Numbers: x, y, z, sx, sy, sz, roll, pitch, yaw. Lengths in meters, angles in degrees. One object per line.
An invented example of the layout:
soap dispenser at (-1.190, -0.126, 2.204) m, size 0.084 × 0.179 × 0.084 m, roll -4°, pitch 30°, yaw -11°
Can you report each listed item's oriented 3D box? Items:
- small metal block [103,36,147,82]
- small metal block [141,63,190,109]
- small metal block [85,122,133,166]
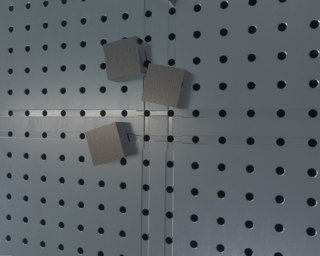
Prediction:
small metal block at (-0.048, -0.094, 0.430) m, size 0.050 × 0.025 × 0.050 m, roll -9°, pitch 87°, yaw 19°
small metal block at (0.008, -0.055, 0.410) m, size 0.050 × 0.025 × 0.050 m, roll 14°, pitch 95°, yaw 19°
small metal block at (-0.072, 0.022, 0.439) m, size 0.050 × 0.025 × 0.050 m, roll -18°, pitch 84°, yaw 19°
